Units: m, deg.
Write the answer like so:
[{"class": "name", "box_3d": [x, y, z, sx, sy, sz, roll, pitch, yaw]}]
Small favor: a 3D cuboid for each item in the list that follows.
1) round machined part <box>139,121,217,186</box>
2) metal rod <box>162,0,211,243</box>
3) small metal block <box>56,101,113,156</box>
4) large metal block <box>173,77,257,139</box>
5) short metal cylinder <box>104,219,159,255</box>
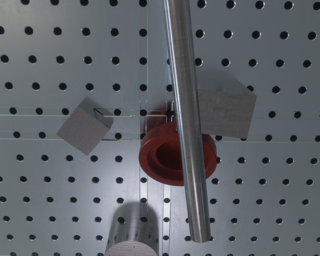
[{"class": "round machined part", "box_3d": [0.024, 0.029, 0.404, 0.099, 0.042, 0.097, 4, 131, 4]}, {"class": "metal rod", "box_3d": [0.030, -0.008, 0.325, 0.025, 0.025, 0.298, -7, 110, 2]}, {"class": "small metal block", "box_3d": [-0.100, 0.001, 0.413, 0.050, 0.025, 0.050, 38, 106, -13]}, {"class": "large metal block", "box_3d": [0.061, -0.029, 0.374, 0.081, 0.080, 0.050, 7, 110, -3]}, {"class": "short metal cylinder", "box_3d": [-0.041, 0.186, 0.468, 0.081, 0.050, 0.079, 0, 110, 0]}]
